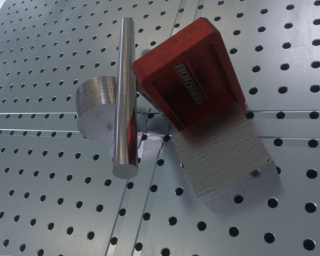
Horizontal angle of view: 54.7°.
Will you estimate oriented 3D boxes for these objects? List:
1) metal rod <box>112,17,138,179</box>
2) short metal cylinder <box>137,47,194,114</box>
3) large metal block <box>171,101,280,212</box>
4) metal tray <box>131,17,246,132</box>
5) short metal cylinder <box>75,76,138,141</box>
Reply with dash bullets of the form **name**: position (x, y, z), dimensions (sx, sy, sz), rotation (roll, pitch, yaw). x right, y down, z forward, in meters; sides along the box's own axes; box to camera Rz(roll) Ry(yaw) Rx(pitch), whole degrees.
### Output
- **metal rod**: position (-0.044, -0.064, 0.406), dimensions (0.025, 0.025, 0.300), rotation (-21, 44, 15)
- **short metal cylinder**: position (0.012, -0.064, 0.413), dimensions (0.080, 0.050, 0.080), rotation (-26, 42, 27)
- **large metal block**: position (0.069, 0.031, 0.337), dimensions (0.080, 0.050, 0.080), rotation (-29, 52, 10)
- **metal tray**: position (0.038, -0.048, 0.350), dimensions (0.090, 0.130, 0.030), rotation (-33, 52, 7)
- **short metal cylinder**: position (-0.074, -0.025, 0.427), dimensions (0.080, 0.080, 0.050), rotation (-25, 53, 12)
